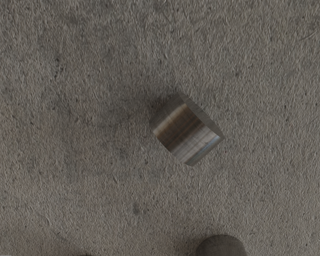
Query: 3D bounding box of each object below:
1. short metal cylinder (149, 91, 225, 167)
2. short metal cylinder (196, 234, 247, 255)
[{"bbox_3d":[0.033,0.001,0.381,0.080,0.080,0.050,42,105,-14],"label":"short metal cylinder"},{"bbox_3d":[0.098,0.213,0.476,0.081,0.050,0.079,0,110,0],"label":"short metal cylinder"}]
